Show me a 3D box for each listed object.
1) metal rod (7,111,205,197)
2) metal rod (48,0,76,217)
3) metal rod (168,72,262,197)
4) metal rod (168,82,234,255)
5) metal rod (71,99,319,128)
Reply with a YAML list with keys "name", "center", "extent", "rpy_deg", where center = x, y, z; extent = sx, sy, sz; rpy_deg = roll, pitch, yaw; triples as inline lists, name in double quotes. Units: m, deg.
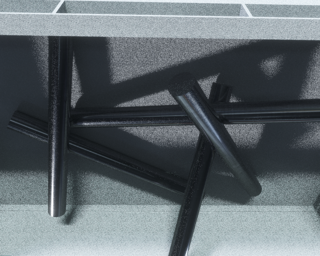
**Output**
- name: "metal rod"
  center: [-0.062, 0.049, 0.449]
  extent: [0.302, 0.025, 0.025]
  rpy_deg: [25, 126, -20]
- name: "metal rod"
  center: [-0.123, -0.002, 0.378]
  extent: [0.025, 0.025, 0.298]
  rpy_deg: [8, 122, -8]
- name: "metal rod"
  center: [0.084, 0.030, 0.380]
  extent: [0.025, 0.025, 0.300]
  rpy_deg: [-22, 144, 17]
- name: "metal rod"
  center: [0.044, 0.089, 0.406]
  extent: [0.025, 0.025, 0.298]
  rpy_deg: [10, 105, -9]
- name: "metal rod"
  center: [0.033, -0.015, 0.360]
  extent: [0.301, 0.025, 0.025]
  rpy_deg: [-1, 131, 15]
